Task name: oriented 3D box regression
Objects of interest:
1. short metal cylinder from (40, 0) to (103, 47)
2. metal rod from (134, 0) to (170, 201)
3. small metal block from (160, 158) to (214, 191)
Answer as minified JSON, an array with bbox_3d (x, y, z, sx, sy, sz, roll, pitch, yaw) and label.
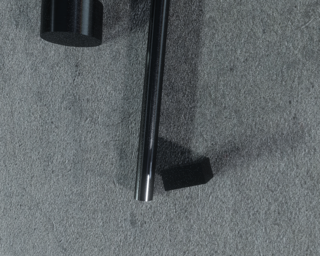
[{"bbox_3d":[-0.119,-0.144,0.420,0.080,0.080,0.050,3,91,19],"label":"short metal cylinder"},{"bbox_3d":[-0.009,-0.054,0.411,0.025,0.025,0.298,6,92,19],"label":"metal rod"},{"bbox_3d":[0.035,0.057,0.383,0.050,0.050,0.025,-15,85,19],"label":"small metal block"}]
